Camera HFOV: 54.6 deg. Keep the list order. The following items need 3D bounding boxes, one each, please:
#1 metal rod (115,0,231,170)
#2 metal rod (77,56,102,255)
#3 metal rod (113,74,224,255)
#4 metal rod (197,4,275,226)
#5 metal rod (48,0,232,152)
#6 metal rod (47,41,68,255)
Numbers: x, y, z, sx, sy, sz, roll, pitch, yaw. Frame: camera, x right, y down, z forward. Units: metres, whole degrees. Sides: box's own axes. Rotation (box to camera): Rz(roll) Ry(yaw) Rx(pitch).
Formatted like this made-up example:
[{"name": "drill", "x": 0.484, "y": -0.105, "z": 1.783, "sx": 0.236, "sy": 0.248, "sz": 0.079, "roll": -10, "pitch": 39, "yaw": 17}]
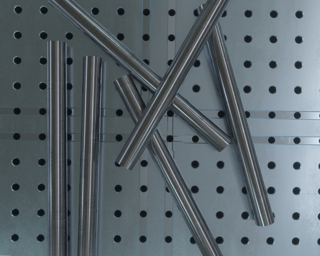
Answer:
[{"name": "metal rod", "x": 0.030, "y": -0.083, "z": 0.387, "sx": 0.025, "sy": 0.025, "sz": 0.299, "roll": 30, "pitch": 90, "yaw": 0}, {"name": "metal rod", "x": -0.094, "y": 0.056, "z": 0.412, "sx": 0.025, "sy": 0.025, "sz": 0.298, "roll": 2, "pitch": 90, "yaw": 0}, {"name": "metal rod", "x": 0.018, "y": 0.067, "z": 0.413, "sx": 0.025, "sy": 0.025, "sz": 0.299, "roll": -27, "pitch": 90, "yaw": 0}, {"name": "metal rod", "x": 0.101, "y": -0.018, "z": 0.413, "sx": 0.025, "sy": 0.025, "sz": 0.299, "roll": -15, "pitch": 90, "yaw": 0}, {"name": "metal rod", "x": -0.026, "y": -0.076, "z": 0.413, "sx": 0.300, "sy": 0.025, "sz": 0.025, "roll": 41, "pitch": 90, "yaw": 0}, {"name": "metal rod", "x": -0.136, "y": 0.036, "z": 0.412, "sx": 0.025, "sy": 0.025, "sz": 0.298, "roll": 0, "pitch": 90, "yaw": 0}]
